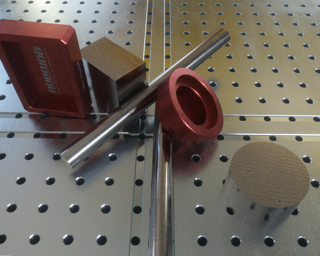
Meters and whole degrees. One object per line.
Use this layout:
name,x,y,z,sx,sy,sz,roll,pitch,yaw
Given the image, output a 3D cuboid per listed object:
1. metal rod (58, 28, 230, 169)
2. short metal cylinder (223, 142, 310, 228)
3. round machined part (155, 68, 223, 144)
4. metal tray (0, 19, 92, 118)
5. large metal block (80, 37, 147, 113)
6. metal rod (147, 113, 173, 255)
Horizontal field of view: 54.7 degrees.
metal rod,-0.005,-0.052,0.418,0.025,0.025,0.301,36,63,26
short metal cylinder,0.114,0.062,0.341,0.081,0.050,0.080,0,50,0
round machined part,0.033,-0.024,0.396,0.099,0.042,0.098,25,50,-34
metal tray,-0.145,-0.070,0.396,0.091,0.129,0.030,7,51,5
large metal block,-0.065,-0.065,0.426,0.080,0.080,0.050,36,59,26
metal rod,0.002,0.061,0.355,0.025,0.025,0.300,1,50,1
